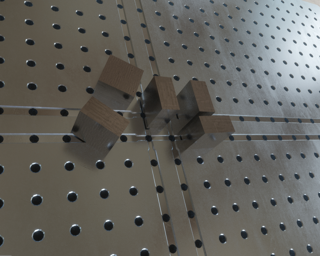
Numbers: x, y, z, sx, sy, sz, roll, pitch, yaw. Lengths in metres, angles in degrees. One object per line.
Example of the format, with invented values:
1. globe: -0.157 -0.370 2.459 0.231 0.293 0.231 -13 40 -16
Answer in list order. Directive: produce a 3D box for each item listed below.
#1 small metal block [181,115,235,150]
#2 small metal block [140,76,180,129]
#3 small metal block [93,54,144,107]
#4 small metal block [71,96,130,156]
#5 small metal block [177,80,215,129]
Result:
1. small metal block: 0.064 0.006 0.422 0.050 0.050 0.025 -3 63 -29
2. small metal block: -0.001 -0.033 0.411 0.025 0.050 0.050 1 61 -28
3. small metal block: -0.055 -0.064 0.417 0.050 0.025 0.050 24 53 -13
4. small metal block: -0.069 -0.001 0.355 0.050 0.050 0.025 34 51 -6
5. small metal block: 0.047 -0.032 0.436 0.025 0.050 0.050 1 61 -28
